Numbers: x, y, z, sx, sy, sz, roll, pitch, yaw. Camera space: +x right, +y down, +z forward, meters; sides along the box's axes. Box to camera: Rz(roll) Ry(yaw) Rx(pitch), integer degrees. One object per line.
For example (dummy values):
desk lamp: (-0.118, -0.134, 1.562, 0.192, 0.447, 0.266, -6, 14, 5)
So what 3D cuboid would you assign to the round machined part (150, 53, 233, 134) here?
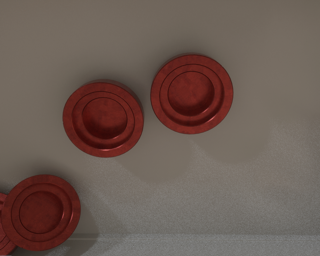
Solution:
round machined part: (0.038, -0.045, 0.386, 0.099, 0.042, 0.097, 0, 110, 0)

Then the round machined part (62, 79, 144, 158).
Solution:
round machined part: (-0.069, -0.015, 0.396, 0.099, 0.042, 0.097, 0, 110, 0)

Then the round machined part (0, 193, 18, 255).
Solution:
round machined part: (-0.241, 0.143, 0.433, 0.099, 0.098, 0.042, 20, 148, -7)

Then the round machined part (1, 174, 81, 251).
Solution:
round machined part: (-0.163, 0.116, 0.425, 0.098, 0.098, 0.042, 38, 149, -13)
